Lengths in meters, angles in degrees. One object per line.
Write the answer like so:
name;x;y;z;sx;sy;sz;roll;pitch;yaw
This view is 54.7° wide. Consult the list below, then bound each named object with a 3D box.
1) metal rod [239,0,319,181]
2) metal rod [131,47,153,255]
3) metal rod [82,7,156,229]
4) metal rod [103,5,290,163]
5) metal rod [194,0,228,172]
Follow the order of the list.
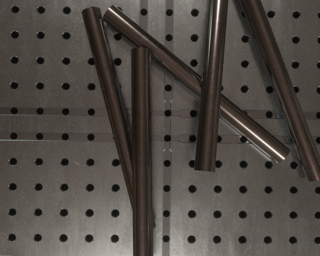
metal rod;0.158;-0.073;0.415;0.025;0.025;0.299;-21;90;0
metal rod;-0.022;0.050;0.389;0.025;0.025;0.298;-1;88;-1
metal rod;-0.055;-0.011;0.412;0.025;0.025;0.298;-14;90;0
metal rod;0.049;-0.058;0.413;0.300;0.025;0.025;39;90;-1
metal rod;0.069;-0.095;0.394;0.025;0.025;0.298;6;82;-1
